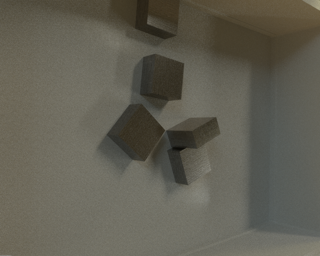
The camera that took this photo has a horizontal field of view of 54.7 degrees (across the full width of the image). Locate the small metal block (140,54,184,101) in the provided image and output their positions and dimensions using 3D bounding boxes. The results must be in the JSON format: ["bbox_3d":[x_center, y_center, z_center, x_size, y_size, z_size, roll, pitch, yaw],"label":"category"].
[{"bbox_3d":[0.003,-0.065,0.409,0.050,0.025,0.050,8,85,-40],"label":"small metal block"}]

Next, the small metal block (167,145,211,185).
[{"bbox_3d":[0.043,0.047,0.442,0.050,0.025,0.050,-24,106,-37],"label":"small metal block"}]

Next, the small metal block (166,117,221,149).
[{"bbox_3d":[0.046,0.006,0.429,0.050,0.050,0.025,-28,108,-37],"label":"small metal block"}]

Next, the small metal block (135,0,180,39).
[{"bbox_3d":[-0.003,-0.149,0.404,0.050,0.025,0.050,7,86,-40],"label":"small metal block"}]

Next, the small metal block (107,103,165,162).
[{"bbox_3d":[-0.028,0.006,0.383,0.050,0.025,0.050,49,61,-29],"label":"small metal block"}]
